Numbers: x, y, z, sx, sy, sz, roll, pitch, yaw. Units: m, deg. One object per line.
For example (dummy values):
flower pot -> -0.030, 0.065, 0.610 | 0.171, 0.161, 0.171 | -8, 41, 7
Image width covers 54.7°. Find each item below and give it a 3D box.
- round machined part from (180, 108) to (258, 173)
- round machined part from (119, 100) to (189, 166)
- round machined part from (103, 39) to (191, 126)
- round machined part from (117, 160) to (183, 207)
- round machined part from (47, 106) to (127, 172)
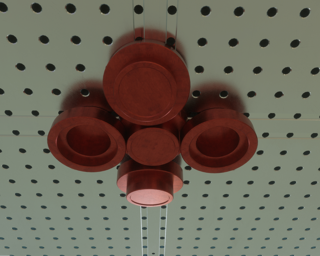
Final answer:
round machined part -> 0.075, 0.012, 0.412 | 0.099, 0.042, 0.097 | -1, 130, 0
round machined part -> -0.009, 0.012, 0.410 | 0.099, 0.042, 0.097 | -1, 130, 0
round machined part -> -0.015, -0.046, 0.346 | 0.099, 0.042, 0.097 | 0, 116, 1
round machined part -> -0.015, 0.085, 0.457 | 0.099, 0.042, 0.098 | 0, 145, 0
round machined part -> -0.092, 0.011, 0.408 | 0.099, 0.042, 0.097 | -1, 130, 0
